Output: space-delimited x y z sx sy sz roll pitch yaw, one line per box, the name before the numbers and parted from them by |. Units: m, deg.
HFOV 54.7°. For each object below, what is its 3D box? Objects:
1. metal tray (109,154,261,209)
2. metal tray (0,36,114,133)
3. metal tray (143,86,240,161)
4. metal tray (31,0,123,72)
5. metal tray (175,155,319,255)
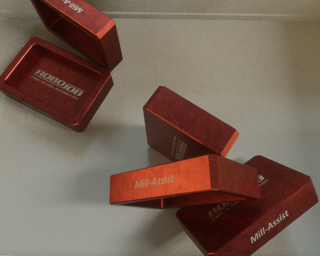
metal tray | 0.023 0.061 0.319 0.130 0.090 0.030 -17 65 36
metal tray | -0.143 -0.062 0.428 0.130 0.030 0.090 26 72 9
metal tray | 0.029 0.013 0.349 0.090 0.130 0.030 32 74 11
metal tray | -0.115 -0.141 0.425 0.130 0.090 0.030 36 74 12
metal tray | 0.092 0.087 0.343 0.131 0.090 0.030 -32 110 -11
